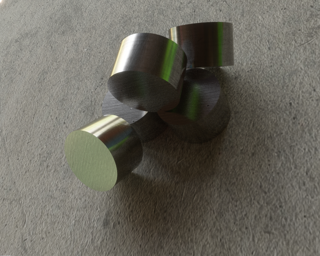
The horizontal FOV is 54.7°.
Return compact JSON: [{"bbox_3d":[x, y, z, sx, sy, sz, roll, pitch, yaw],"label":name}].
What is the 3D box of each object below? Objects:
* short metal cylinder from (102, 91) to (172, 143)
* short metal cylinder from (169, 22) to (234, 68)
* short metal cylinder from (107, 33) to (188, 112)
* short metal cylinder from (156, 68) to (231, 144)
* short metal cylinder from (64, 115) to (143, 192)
[{"bbox_3d":[-0.030,-0.026,0.419,0.080,0.050,0.080,-13,56,20],"label":"short metal cylinder"},{"bbox_3d":[0.053,-0.102,0.395,0.080,0.080,0.050,1,100,28],"label":"short metal cylinder"},{"bbox_3d":[-0.013,-0.059,0.348,0.080,0.080,0.050,-1,61,27],"label":"short metal cylinder"},{"bbox_3d":[0.041,-0.027,0.382,0.080,0.050,0.080,-13,56,20],"label":"short metal cylinder"},{"bbox_3d":[-0.068,0.030,0.378,0.080,0.079,0.050,8,27,31],"label":"short metal cylinder"}]
